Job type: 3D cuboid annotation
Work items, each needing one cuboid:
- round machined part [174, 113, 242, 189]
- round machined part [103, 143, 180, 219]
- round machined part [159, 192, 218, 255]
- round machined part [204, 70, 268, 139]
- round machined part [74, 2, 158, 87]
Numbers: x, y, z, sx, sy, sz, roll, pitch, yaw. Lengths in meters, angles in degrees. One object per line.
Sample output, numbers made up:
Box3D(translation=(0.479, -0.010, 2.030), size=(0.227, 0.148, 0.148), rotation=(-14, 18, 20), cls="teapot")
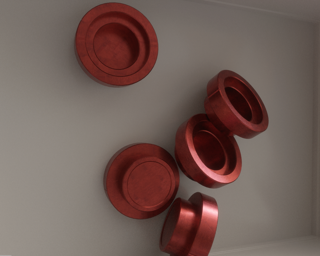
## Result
Box3D(translation=(0.058, 0.033, 0.409), size=(0.099, 0.042, 0.098), rotation=(21, 52, -29), cls="round machined part")
Box3D(translation=(-0.019, 0.068, 0.395), size=(0.099, 0.042, 0.097), rotation=(0, 90, -20), cls="round machined part")
Box3D(translation=(0.031, 0.126, 0.386), size=(0.042, 0.098, 0.098), rotation=(22, 82, -5), cls="round machined part")
Box3D(translation=(0.099, -0.028, 0.423), size=(0.099, 0.042, 0.098), rotation=(25, 46, -28), cls="round machined part")
Box3D(translation=(-0.055, -0.098, 0.382), size=(0.099, 0.042, 0.097), rotation=(0, 90, -21), cls="round machined part")
